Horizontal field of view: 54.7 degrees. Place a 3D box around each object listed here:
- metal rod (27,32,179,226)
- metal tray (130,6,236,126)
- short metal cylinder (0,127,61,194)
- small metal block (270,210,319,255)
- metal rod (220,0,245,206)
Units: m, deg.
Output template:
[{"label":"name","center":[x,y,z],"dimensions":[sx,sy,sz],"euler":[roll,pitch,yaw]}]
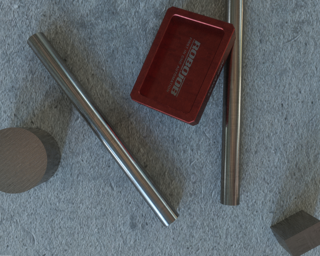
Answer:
[{"label":"metal rod","center":[-0.074,0.002,0.409],"dimensions":[0.025,0.025,0.299],"euler":[-37,90,0]},{"label":"metal tray","center":[0.029,-0.078,0.394],"dimensions":[0.090,0.030,0.129],"euler":[24,90,17]},{"label":"short metal cylinder","center":[-0.175,0.039,0.396],"dimensions":[0.081,0.050,0.079],"euler":[0,90,0]},{"label":"small metal block","center":[0.179,0.135,0.399],"dimensions":[0.050,0.050,0.025],"euler":[-28,90,0]},{"label":"metal rod","center":[0.096,-0.049,0.410],"dimensions":[0.025,0.025,0.298],"euler":[1,90,0]}]
